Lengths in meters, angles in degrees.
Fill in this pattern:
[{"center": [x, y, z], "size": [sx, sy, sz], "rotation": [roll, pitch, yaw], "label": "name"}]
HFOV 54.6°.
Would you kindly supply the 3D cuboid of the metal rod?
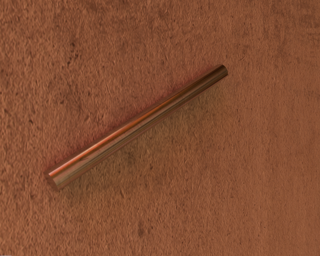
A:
[{"center": [-0.007, -0.017, 0.397], "size": [0.302, 0.025, 0.025], "rotation": [-35, 112, -34], "label": "metal rod"}]
